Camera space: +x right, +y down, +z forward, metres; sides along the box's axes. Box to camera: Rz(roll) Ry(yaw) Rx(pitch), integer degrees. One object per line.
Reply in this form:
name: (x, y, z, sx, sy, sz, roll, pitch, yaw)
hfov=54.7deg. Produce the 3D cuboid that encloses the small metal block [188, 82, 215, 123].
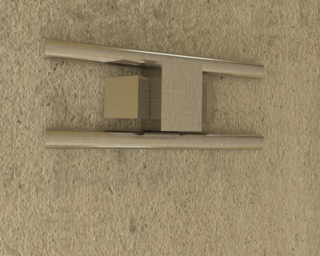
small metal block: (0.057, -0.033, 0.418, 0.025, 0.050, 0.050, 0, 89, 21)

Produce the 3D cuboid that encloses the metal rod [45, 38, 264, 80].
metal rod: (0.008, -0.089, 0.414, 0.303, 0.025, 0.025, 1, 90, -21)

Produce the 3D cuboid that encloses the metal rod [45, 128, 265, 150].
metal rod: (0.008, 0.017, 0.414, 0.303, 0.025, 0.025, 2, 90, -21)

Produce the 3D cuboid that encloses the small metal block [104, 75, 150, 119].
small metal block: (-0.041, -0.036, 0.381, 0.025, 0.050, 0.050, 1, 90, -60)

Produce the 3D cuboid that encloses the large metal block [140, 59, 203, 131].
large metal block: (0.011, -0.036, 0.388, 0.050, 0.080, 0.079, 1, 90, -20)
